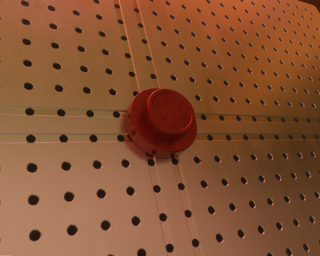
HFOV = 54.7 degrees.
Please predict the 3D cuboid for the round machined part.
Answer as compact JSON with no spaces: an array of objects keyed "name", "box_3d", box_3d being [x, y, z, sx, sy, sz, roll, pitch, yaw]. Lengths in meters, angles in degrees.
[{"name":"round machined part","box_3d":[0.007,-0.013,0.410,0.099,0.042,0.098,14,56,-21]}]
